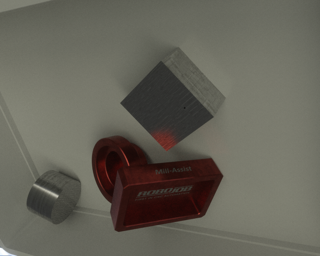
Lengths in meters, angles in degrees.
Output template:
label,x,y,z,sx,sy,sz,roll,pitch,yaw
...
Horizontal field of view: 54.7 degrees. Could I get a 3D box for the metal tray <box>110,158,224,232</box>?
label,x,y,z,sx,sy,sz,roll,pitch,yaw
metal tray,0.007,0.086,0.400,0.131,0.030,0.089,-3,130,-22

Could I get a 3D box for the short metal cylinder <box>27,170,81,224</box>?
label,x,y,z,sx,sy,sz,roll,pitch,yaw
short metal cylinder,-0.183,0.120,0.541,0.050,0.080,0.079,21,126,15

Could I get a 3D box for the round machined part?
label,x,y,z,sx,sy,sz,roll,pitch,yaw
round machined part,-0.053,0.058,0.444,0.098,0.042,0.097,15,110,45

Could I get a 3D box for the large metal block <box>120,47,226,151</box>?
label,x,y,z,sx,sy,sz,roll,pitch,yaw
large metal block,0.015,-0.032,0.364,0.080,0.050,0.080,46,129,-5
